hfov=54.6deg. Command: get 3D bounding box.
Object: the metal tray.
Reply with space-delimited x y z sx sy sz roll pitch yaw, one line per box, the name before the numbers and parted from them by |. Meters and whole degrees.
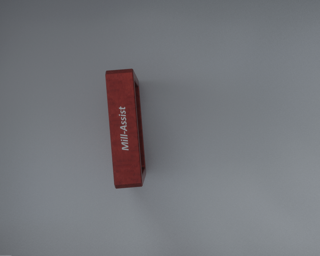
metal tray | -0.039 0.000 0.378 0.030 0.090 0.129 -5 90 0
